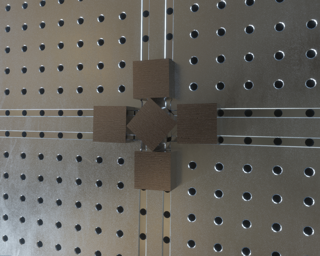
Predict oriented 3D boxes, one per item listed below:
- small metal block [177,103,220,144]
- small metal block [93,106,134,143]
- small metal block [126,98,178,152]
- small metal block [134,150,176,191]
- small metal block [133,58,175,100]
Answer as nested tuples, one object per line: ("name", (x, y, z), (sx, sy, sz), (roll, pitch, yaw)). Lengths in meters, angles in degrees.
("small metal block", (0.049, -0.005, 0.394), (0.050, 0.025, 0.050), (0, 90, 19))
("small metal block", (-0.065, -0.005, 0.434), (0.050, 0.025, 0.050), (2, 91, 19))
("small metal block", (-0.007, -0.005, 0.414), (0.050, 0.025, 0.050), (44, 103, 14))
("small metal block", (-0.006, 0.056, 0.414), (0.050, 0.025, 0.050), (0, 90, 19))
("small metal block", (-0.008, -0.064, 0.414), (0.050, 0.025, 0.050), (-1, 90, 19))
